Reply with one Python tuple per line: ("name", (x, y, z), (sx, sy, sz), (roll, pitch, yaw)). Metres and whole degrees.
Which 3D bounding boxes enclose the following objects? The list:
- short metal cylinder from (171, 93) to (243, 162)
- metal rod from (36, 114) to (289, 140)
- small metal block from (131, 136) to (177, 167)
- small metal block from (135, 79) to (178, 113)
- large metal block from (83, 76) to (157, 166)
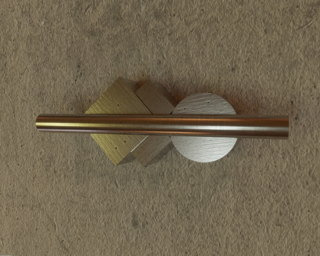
("short metal cylinder", (0.057, -0.001, 0.376), (0.080, 0.050, 0.080), (0, 90, 20))
("metal rod", (-0.014, -0.004, 0.360), (0.301, 0.025, 0.025), (1, 91, 19))
("small metal block", (-0.002, 0.022, 0.399), (0.050, 0.050, 0.025), (-44, 77, 15))
("small metal block", (0.002, -0.033, 0.397), (0.025, 0.050, 0.050), (-44, 77, 15))
("large metal block", (-0.045, -0.009, 0.411), (0.080, 0.050, 0.080), (-44, 77, 14))
